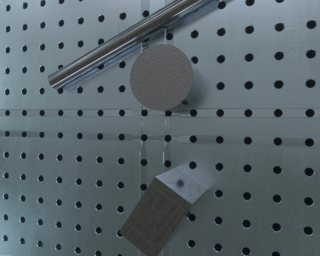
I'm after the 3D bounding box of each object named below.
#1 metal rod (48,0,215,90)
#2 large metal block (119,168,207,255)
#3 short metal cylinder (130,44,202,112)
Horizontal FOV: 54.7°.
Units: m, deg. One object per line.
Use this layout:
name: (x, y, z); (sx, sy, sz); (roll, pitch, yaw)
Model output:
metal rod: (-0.030, -0.129, 0.422); (0.300, 0.025, 0.025); (-25, 82, 17)
large metal block: (0.007, 0.100, 0.380); (0.050, 0.080, 0.080); (35, 101, 16)
short metal cylinder: (0.009, -0.061, 0.395); (0.080, 0.050, 0.079); (0, 90, 19)
